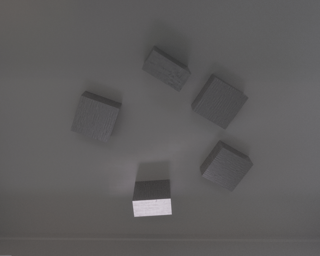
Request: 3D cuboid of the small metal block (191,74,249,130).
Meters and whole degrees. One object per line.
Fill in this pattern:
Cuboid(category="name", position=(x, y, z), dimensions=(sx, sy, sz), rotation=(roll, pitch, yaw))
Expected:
Cuboid(category="small metal block", position=(0.076, -0.034, 0.399), dimensions=(0.050, 0.025, 0.050), rotation=(30, 107, -11))

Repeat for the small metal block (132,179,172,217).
Cuboid(category="small metal block", position=(-0.010, 0.097, 0.434), dimensions=(0.050, 0.050, 0.025), rotation=(-4, 110, 1))

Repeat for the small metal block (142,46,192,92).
Cuboid(category="small metal block", position=(0.008, -0.072, 0.371), dimensions=(0.050, 0.050, 0.025), rotation=(30, 107, -11))

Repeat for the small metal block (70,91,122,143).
Cuboid(category="small metal block", position=(-0.083, -0.015, 0.405), dimensions=(0.050, 0.025, 0.050), rotation=(19, 109, -7))

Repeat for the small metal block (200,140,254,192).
Cuboid(category="small metal block", position=(0.092, 0.053, 0.432), dimensions=(0.050, 0.025, 0.050), rotation=(29, 107, -11))
